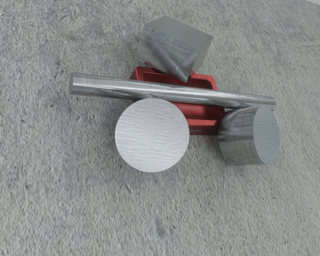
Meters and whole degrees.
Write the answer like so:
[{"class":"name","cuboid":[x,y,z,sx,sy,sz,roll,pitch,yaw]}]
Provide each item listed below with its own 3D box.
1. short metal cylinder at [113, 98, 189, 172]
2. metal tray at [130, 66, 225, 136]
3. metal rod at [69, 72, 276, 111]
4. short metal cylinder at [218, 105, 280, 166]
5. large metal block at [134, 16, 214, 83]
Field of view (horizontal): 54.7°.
[{"class":"short metal cylinder","cuboid":[-0.012,0.006,0.355,0.081,0.050,0.079,-1,93,-11]},{"class":"metal tray","cuboid":[0.027,-0.036,0.439,0.131,0.030,0.090,2,61,-27]},{"class":"metal rod","cuboid":[0.036,-0.043,0.412,0.302,0.025,0.025,3,61,-27]},{"class":"short metal cylinder","cuboid":[0.124,0.012,0.428,0.081,0.050,0.080,8,79,-47]},{"class":"large metal block","cuboid":[0.022,-0.116,0.444,0.080,0.050,0.080,27,34,8]}]
